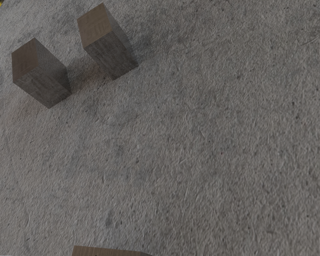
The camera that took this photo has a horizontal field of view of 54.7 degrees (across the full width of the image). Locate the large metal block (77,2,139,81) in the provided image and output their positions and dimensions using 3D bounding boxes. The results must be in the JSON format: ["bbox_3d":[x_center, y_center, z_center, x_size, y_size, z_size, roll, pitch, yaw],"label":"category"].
[{"bbox_3d":[-0.083,-0.137,0.497,0.050,0.080,0.080,-29,52,10],"label":"large metal block"}]

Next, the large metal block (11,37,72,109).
[{"bbox_3d":[-0.203,-0.093,0.533,0.050,0.080,0.080,-31,52,9],"label":"large metal block"}]

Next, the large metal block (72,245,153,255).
[{"bbox_3d":[-0.049,0.167,0.311,0.080,0.050,0.080,-6,59,25],"label":"large metal block"}]
